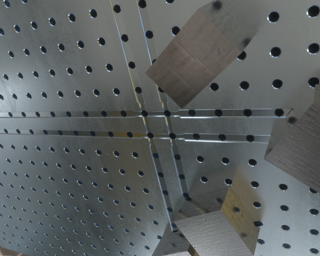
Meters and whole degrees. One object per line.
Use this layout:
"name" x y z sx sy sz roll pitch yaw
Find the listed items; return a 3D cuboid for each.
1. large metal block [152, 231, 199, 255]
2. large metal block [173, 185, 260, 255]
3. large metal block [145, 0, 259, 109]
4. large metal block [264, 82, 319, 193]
"large metal block" 0.047 0.215 0.504 0.080 0.050 0.080 -29 103 37
"large metal block" 0.081 0.136 0.437 0.080 0.050 0.080 -27 104 37
"large metal block" 0.043 -0.076 0.306 0.050 0.080 0.080 44 129 -2
"large metal block" 0.167 0.014 0.316 0.080 0.050 0.080 32 129 7
